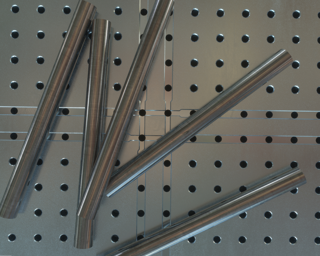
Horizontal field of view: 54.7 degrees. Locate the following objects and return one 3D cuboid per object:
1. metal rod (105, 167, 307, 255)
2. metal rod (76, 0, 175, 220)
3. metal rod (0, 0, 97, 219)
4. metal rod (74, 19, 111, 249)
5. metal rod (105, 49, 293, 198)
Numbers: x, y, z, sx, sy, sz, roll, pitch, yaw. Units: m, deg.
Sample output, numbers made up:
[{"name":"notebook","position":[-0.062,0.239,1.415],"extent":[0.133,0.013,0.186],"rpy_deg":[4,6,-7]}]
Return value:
[{"name":"metal rod","position":[0.052,0.127,0.414],"extent":[0.301,0.025,0.025],"rpy_deg":[-25,90,-1]},{"name":"metal rod","position":[-0.043,-0.031,0.400],"extent":[0.025,0.025,0.299],"rpy_deg":[20,85,-1]},{"name":"metal rod","position":[-0.149,-0.025,0.411],"extent":[0.025,0.025,0.299],"rpy_deg":[21,90,-1]},{"name":"metal rod","position":[-0.090,0.007,0.412],"extent":[0.025,0.025,0.298],"rpy_deg":[5,90,-1]},{"name":"metal rod","position":[0.048,-0.006,0.414],"extent":[0.301,0.025,0.025],"rpy_deg":[-36,90,-1]}]
